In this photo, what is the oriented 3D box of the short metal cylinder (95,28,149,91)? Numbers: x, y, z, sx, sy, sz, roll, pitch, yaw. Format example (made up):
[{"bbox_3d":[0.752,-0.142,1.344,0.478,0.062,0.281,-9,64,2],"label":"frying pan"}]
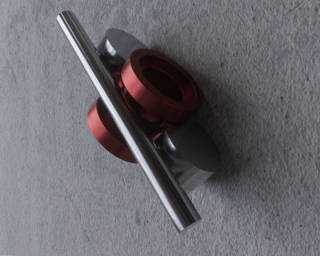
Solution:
[{"bbox_3d":[-0.049,-0.085,0.408,0.050,0.081,0.080,-46,63,30],"label":"short metal cylinder"}]

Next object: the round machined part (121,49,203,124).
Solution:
[{"bbox_3d":[-0.002,-0.043,0.359,0.042,0.099,0.098,-49,61,34],"label":"round machined part"}]

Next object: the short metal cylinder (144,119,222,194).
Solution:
[{"bbox_3d":[0.023,0.030,0.350,0.050,0.081,0.080,-46,63,30],"label":"short metal cylinder"}]

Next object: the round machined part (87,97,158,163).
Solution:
[{"bbox_3d":[-0.037,-0.008,0.385,0.042,0.099,0.098,-45,64,26],"label":"round machined part"}]

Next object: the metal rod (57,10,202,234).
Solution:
[{"bbox_3d":[-0.047,-0.026,0.339,0.025,0.025,0.299,-47,62,29],"label":"metal rod"}]
